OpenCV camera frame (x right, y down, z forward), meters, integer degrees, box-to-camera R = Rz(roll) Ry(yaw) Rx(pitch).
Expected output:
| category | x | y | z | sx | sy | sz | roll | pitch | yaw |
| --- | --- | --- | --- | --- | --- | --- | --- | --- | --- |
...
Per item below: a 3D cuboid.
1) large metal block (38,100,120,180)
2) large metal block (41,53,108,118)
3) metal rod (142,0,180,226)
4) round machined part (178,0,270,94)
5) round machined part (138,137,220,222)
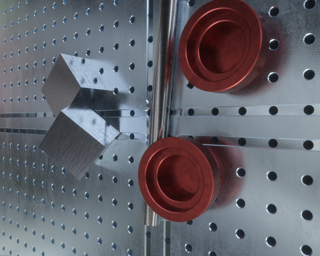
| category | x | y | z | sx | sy | sz | roll | pitch | yaw |
| --- | --- | --- | --- | --- | --- | --- | --- | --- | --- |
| large metal block | -0.123 | 0.018 | 0.472 | 0.080 | 0.050 | 0.080 | 40 | 119 | -2 |
| large metal block | -0.144 | -0.063 | 0.512 | 0.080 | 0.050 | 0.080 | -50 | 60 | 28 |
| metal rod | 0.000 | -0.020 | 0.409 | 0.025 | 0.025 | 0.298 | 8 | 95 | 39 |
| round machined part | 0.072 | -0.086 | 0.339 | 0.098 | 0.042 | 0.097 | 0 | 90 | 40 |
| round machined part | 0.026 | 0.058 | 0.371 | 0.098 | 0.042 | 0.097 | 1 | 92 | 31 |
